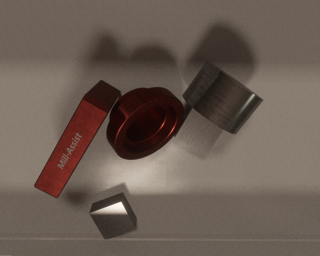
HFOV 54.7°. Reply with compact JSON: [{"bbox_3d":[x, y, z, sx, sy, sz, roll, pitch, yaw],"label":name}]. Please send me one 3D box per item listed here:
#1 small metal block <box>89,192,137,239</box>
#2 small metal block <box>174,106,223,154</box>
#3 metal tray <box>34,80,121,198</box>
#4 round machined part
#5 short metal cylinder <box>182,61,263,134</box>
[{"bbox_3d":[-0.068,0.130,0.458,0.050,0.025,0.050,-21,109,7],"label":"small metal block"},{"bbox_3d":[0.053,-0.001,0.412,0.050,0.025,0.050,26,108,-10],"label":"small metal block"},{"bbox_3d":[-0.098,0.010,0.378,0.030,0.090,0.129,31,107,-9],"label":"metal tray"},{"bbox_3d":[-0.022,-0.010,0.380,0.099,0.042,0.097,-28,145,-21],"label":"round machined part"},{"bbox_3d":[0.074,-0.037,0.370,0.080,0.080,0.050,32,107,-11],"label":"short metal cylinder"}]
